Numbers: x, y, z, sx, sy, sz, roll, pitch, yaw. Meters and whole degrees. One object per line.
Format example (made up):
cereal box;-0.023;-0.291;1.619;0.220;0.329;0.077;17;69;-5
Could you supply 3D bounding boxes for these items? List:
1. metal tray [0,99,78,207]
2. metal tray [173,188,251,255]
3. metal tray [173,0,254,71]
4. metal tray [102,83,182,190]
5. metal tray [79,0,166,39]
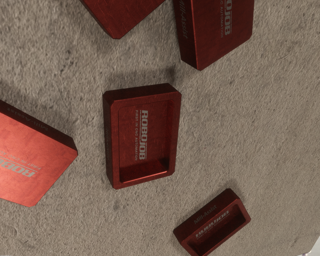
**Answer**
metal tray;-0.167;0.025;0.328;0.090;0.030;0.130;-49;129;6
metal tray;0.099;0.180;0.571;0.130;0.030;0.090;-37;130;-4
metal tray;0.059;-0.136;0.327;0.090;0.030;0.129;-35;142;-18
metal tray;-0.023;0.012;0.399;0.091;0.030;0.129;-11;123;-23
metal tray;-0.023;-0.160;0.292;0.130;0.030;0.090;-41;130;-1
